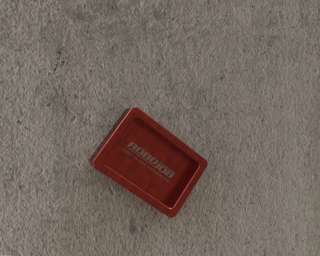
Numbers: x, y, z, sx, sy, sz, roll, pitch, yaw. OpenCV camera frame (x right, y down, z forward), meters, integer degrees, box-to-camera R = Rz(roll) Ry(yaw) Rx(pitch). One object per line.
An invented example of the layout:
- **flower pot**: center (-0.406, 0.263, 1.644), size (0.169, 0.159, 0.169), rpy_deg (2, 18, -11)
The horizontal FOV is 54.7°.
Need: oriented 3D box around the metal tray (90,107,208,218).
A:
- **metal tray**: center (-0.012, 0.045, 0.404), size (0.130, 0.030, 0.090), rpy_deg (38, 78, -17)
